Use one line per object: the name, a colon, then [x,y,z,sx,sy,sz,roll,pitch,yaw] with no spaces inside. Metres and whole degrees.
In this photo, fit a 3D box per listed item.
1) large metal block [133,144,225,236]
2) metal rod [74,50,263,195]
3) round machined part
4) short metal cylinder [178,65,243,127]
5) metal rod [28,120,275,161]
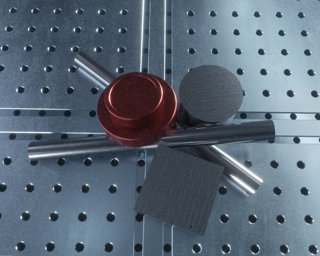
large metal block: [0.022,0.075,0.369,0.080,0.050,0.080,19,71,6]
metal rod: [0.003,-0.014,0.417,0.300,0.025,0.025,37,74,12]
round machined part: [-0.029,-0.029,0.377,0.099,0.042,0.098,-2,61,5]
short metal cylinder: [0.064,-0.036,0.411,0.081,0.050,0.080,0,70,0]
metal rod: [-0.014,0.016,0.386,0.302,0.025,0.025,-5,70,5]
